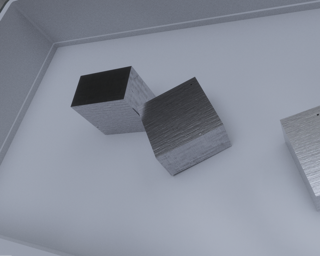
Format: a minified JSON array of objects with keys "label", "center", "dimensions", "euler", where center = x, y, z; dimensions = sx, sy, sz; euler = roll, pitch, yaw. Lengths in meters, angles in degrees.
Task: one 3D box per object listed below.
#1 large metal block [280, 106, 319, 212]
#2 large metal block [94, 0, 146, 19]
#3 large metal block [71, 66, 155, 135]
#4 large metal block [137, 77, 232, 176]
[{"label":"large metal block","center":[0.169,0.022,0.287],"dimensions":[0.080,0.050,0.080],"euler":[-22,54,15]},{"label":"large metal block","center":[-0.070,-0.264,0.591],"dimensions":[0.080,0.050,0.080],"euler":[-2,61,27]},{"label":"large metal block","center":[-0.058,-0.033,0.421],"dimensions":[0.080,0.080,0.050],"euler":[-5,59,26]},{"label":"large metal block","center":[0.028,-0.002,0.373],"dimensions":[0.080,0.050,0.080],"euler":[-27,52,6]}]
